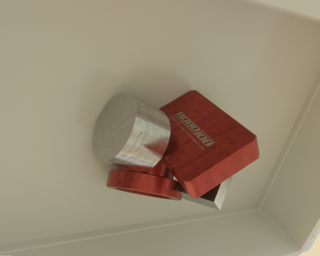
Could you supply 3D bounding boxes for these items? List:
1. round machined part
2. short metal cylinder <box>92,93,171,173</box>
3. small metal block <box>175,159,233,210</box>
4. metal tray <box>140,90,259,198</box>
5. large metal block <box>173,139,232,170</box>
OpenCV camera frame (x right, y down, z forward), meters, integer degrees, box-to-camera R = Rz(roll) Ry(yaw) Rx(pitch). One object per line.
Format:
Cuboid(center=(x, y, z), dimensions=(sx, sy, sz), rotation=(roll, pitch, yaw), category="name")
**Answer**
Cuboid(center=(-0.017, 0.065, 0.404), dimensions=(0.099, 0.098, 0.042), rotation=(22, 71, -37), category="round machined part")
Cuboid(center=(-0.034, 0.007, 0.358), dimensions=(0.050, 0.080, 0.080), rotation=(25, 105, -37), category="short metal cylinder")
Cuboid(center=(0.054, 0.065, 0.374), dimensions=(0.050, 0.050, 0.025), rotation=(-62, 142, -24), category="small metal block")
Cuboid(center=(0.041, 0.012, 0.369), dimensions=(0.090, 0.130, 0.030), rotation=(-31, 130, -9), category="metal tray")
Cuboid(center=(0.058, 0.027, 0.431), dimensions=(0.081, 0.050, 0.079), rotation=(-14, 129, -21), category="large metal block")
